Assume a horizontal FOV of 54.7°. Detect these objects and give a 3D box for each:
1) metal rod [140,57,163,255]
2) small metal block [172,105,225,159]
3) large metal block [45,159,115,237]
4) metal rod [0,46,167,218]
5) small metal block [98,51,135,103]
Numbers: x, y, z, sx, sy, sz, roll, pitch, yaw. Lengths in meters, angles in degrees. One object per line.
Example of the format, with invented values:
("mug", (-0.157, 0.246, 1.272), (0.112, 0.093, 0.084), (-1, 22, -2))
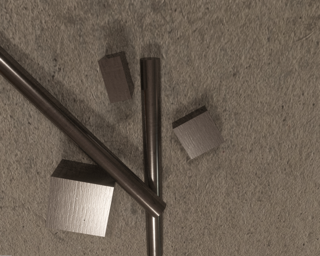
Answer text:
("metal rod", (-0.010, 0.055, 0.429), (0.025, 0.025, 0.298), (-1, 110, 0))
("small metal block", (0.051, 0.006, 0.413), (0.050, 0.025, 0.050), (-29, 108, 9))
("large metal block", (-0.107, 0.096, 0.431), (0.081, 0.050, 0.079), (11, 110, -5))
("metal rod", (-0.104, 0.007, 0.396), (0.025, 0.025, 0.300), (-42, 100, 14))
("small metal block", (-0.051, -0.062, 0.373), (0.025, 0.050, 0.050), (-12, 110, 4))
